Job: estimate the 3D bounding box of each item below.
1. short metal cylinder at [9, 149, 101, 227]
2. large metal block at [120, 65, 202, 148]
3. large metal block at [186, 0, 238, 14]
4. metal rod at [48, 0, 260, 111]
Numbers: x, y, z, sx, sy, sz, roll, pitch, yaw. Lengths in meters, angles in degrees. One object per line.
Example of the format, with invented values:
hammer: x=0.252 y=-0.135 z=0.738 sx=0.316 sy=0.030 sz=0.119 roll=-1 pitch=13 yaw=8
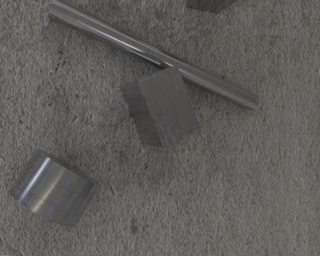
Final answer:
short metal cylinder: x=-0.113 y=0.065 z=0.339 sx=0.080 sy=0.080 sz=0.050 roll=34 pitch=79 yaw=-17
large metal block: x=-0.002 y=-0.025 z=0.379 sx=0.050 sy=0.080 sz=0.080 roll=-23 pitch=98 yaw=-19
large metal block: x=0.076 y=-0.208 z=0.408 sx=0.050 sy=0.080 sz=0.080 roll=3 pitch=89 yaw=-20
metal rod: x=0.007 y=-0.089 z=0.411 sx=0.302 sy=0.025 sz=0.025 roll=21 pitch=83 yaw=-19
